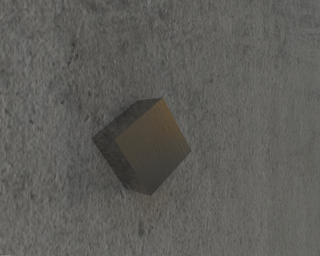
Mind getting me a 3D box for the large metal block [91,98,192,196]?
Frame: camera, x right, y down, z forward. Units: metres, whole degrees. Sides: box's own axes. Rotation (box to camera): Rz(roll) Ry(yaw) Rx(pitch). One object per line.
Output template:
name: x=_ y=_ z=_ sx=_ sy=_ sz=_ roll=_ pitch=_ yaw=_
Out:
large metal block: x=-0.020 y=0.020 z=0.371 sx=0.080 sy=0.050 sz=0.080 roll=-44 pitch=116 yaw=-31
